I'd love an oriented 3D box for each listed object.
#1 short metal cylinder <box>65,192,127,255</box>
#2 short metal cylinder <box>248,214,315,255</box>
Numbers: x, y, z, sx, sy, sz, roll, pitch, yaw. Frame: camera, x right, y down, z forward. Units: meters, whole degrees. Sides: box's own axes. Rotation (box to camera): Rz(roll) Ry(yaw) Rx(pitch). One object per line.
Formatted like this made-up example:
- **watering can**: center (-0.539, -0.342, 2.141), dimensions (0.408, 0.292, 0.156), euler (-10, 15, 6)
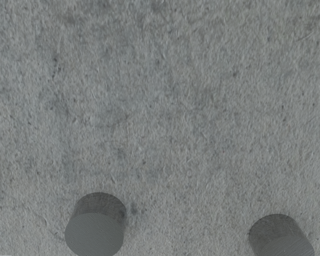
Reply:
- **short metal cylinder**: center (-0.090, 0.141, 0.447), dimensions (0.081, 0.050, 0.079), euler (0, 110, -1)
- **short metal cylinder**: center (0.180, 0.178, 0.465), dimensions (0.081, 0.050, 0.079), euler (0, 110, -1)
